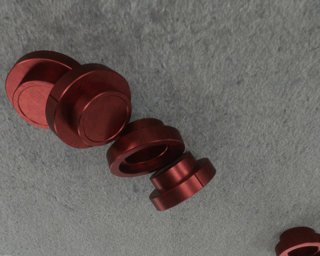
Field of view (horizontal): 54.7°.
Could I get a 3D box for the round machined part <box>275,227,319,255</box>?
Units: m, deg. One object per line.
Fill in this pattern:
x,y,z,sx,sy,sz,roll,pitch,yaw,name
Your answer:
0.270,0.226,0.593,0.099,0.042,0.097,-1,130,0,round machined part

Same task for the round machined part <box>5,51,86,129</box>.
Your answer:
-0.130,-0.037,0.363,0.099,0.042,0.097,-1,130,0,round machined part

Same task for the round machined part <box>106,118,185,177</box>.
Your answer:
-0.021,0.023,0.399,0.099,0.042,0.098,-17,153,-9,round machined part

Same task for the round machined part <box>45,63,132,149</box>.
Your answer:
-0.071,-0.019,0.344,0.099,0.042,0.097,-29,137,-31,round machined part

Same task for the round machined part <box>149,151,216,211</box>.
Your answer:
0.025,0.068,0.428,0.098,0.098,0.042,-34,90,25,round machined part
